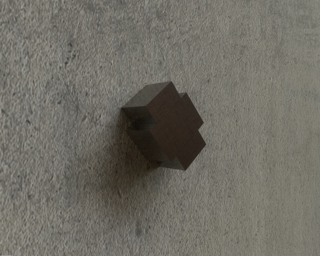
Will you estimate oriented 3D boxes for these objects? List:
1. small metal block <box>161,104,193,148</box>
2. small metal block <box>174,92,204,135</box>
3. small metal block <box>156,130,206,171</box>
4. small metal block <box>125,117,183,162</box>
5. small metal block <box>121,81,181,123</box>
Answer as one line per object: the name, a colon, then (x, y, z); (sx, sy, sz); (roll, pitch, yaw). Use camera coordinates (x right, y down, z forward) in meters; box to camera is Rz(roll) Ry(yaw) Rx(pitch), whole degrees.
small metal block: (0.007, -0.002, 0.397); (0.025, 0.050, 0.050); (-48, 119, -30)
small metal block: (0.022, -0.018, 0.410); (0.025, 0.050, 0.050); (-49, 119, -29)
small metal block: (0.024, 0.028, 0.412); (0.050, 0.050, 0.025); (-47, 119, -30)
small metal block: (-0.008, 0.014, 0.384); (0.025, 0.050, 0.050); (-48, 119, -30)
small metal block: (-0.011, -0.031, 0.382); (0.050, 0.050, 0.025); (-47, 119, -30)
